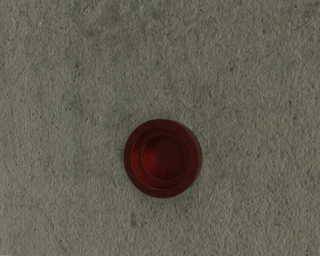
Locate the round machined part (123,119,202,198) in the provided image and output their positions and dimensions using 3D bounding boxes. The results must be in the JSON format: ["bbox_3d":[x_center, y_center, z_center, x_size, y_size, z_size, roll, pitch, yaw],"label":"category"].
[{"bbox_3d":[0.006,0.037,0.398,0.098,0.042,0.097,0,90,19],"label":"round machined part"}]
